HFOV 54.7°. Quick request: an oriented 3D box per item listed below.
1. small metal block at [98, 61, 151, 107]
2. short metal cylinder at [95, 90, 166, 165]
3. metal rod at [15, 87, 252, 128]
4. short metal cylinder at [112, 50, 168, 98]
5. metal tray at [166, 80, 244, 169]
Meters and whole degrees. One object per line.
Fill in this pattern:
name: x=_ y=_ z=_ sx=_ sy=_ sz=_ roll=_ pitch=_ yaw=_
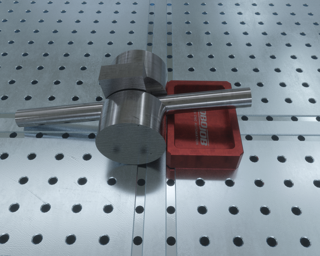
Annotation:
small metal block: x=-0.040 y=-0.049 z=0.371 sx=0.050 sy=0.050 sz=0.025 roll=-5 pitch=50 yaw=7
short metal cylinder: x=-0.033 y=0.001 z=0.370 sx=0.080 sy=0.080 sz=0.050 roll=1 pitch=50 yaw=1
metal rod: x=-0.039 y=-0.025 z=0.398 sx=0.301 sy=0.025 sz=0.025 roll=-5 pitch=50 yaw=7
short metal cylinder: x=-0.030 y=-0.058 z=0.418 sx=0.081 sy=0.080 sz=0.050 roll=1 pitch=50 yaw=0
metal tray: x=0.054 y=-0.009 z=0.412 sx=0.091 sy=0.030 sz=0.130 roll=1 pitch=50 yaw=1
